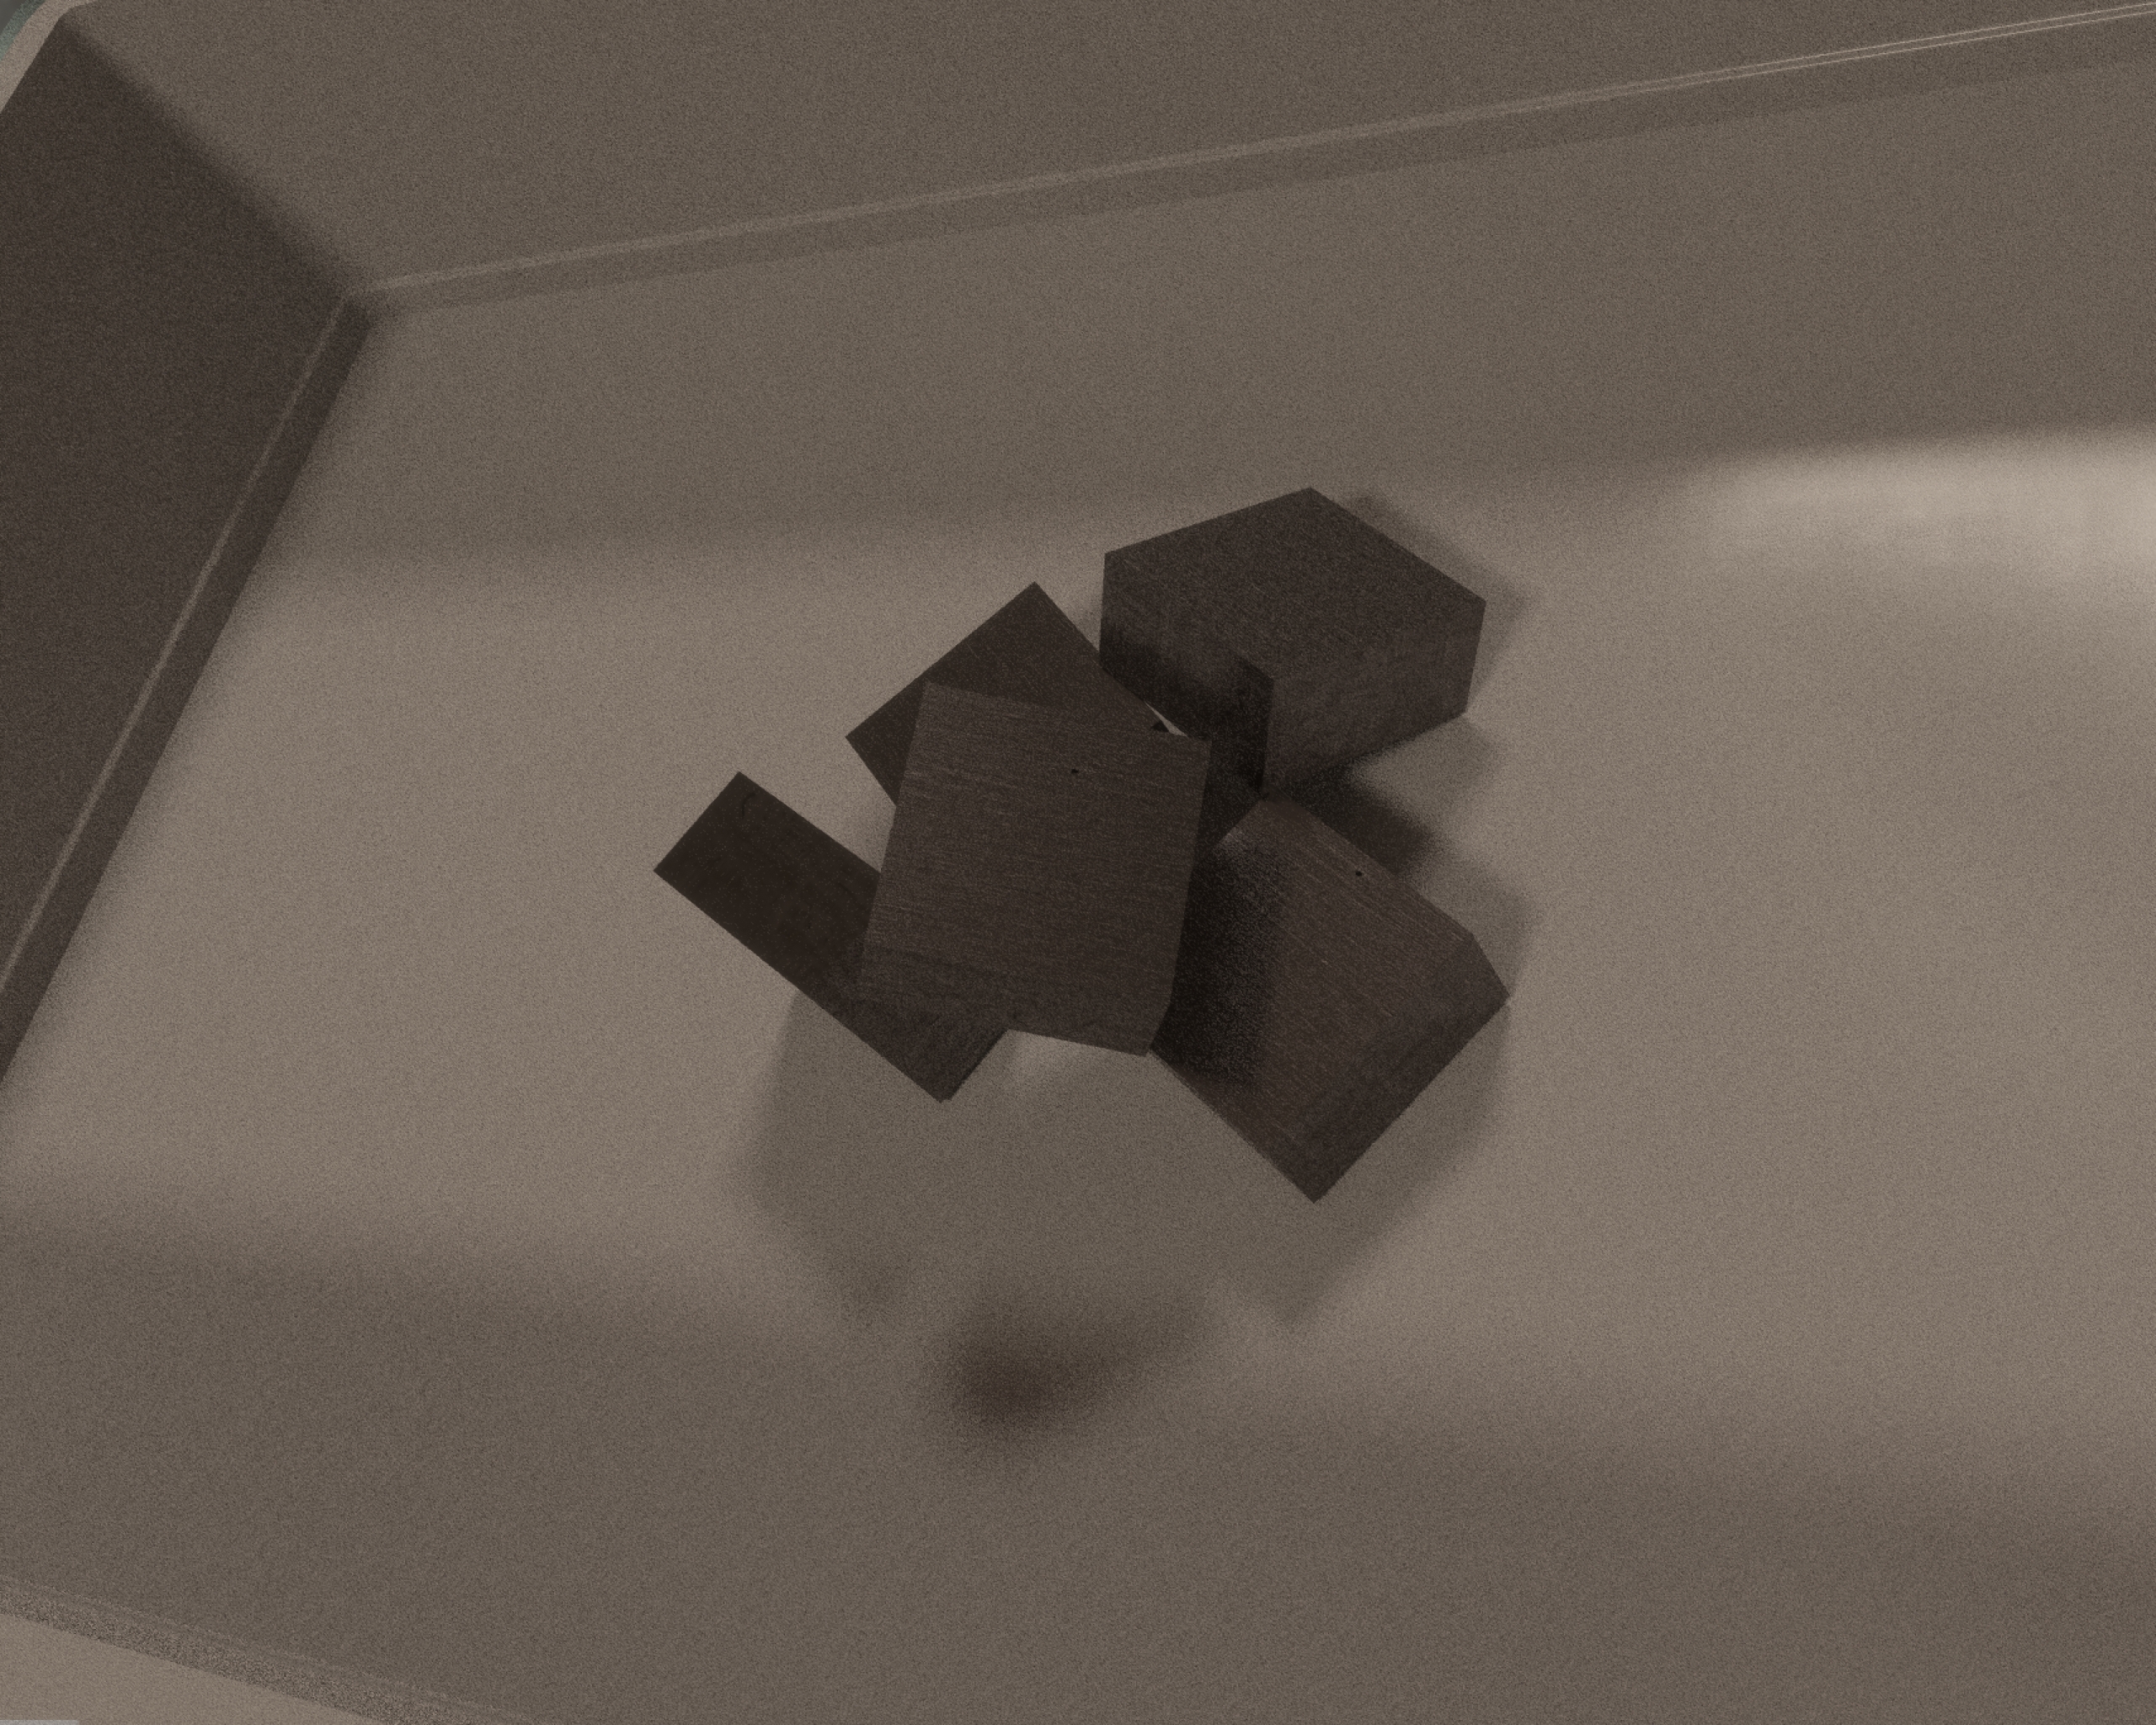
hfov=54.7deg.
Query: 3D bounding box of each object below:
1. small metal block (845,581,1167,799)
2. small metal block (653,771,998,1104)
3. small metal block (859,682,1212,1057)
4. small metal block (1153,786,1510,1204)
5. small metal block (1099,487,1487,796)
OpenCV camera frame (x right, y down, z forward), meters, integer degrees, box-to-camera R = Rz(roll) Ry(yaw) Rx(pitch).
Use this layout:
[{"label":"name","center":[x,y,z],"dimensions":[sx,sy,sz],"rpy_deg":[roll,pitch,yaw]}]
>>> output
[{"label":"small metal block","center":[-0.011,-0.021,0.419],"dimensions":[0.050,0.025,0.050],"rpy_deg":[-39,51,1]},{"label":"small metal block","center":[-0.045,0.015,0.400],"dimensions":[0.050,0.050,0.025],"rpy_deg":[33,80,38]},{"label":"small metal block","center":[-0.007,0.001,0.359],"dimensions":[0.050,0.025,0.050],"rpy_deg":[12,63,-3]},{"label":"small metal block","center":[0.038,0.023,0.368],"dimensions":[0.050,0.025,0.050],"rpy_deg":[-46,52,-4]},{"label":"small metal block","center":[0.040,-0.043,0.394],"dimensions":[0.050,0.025,0.050],"rpy_deg":[-22,45,-28]}]
